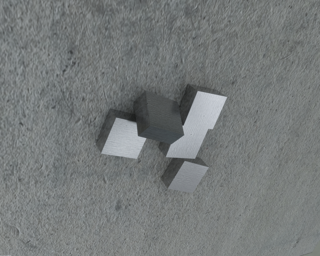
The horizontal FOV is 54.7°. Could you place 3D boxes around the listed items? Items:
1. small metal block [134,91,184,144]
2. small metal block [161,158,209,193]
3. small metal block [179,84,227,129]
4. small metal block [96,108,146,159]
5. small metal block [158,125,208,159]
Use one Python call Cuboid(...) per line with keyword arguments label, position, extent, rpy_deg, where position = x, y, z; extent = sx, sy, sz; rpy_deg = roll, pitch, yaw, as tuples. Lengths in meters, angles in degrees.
Cuboid(label="small metal block", position=(-0.001, -0.012, 0.379), extent=(0.050, 0.050, 0.025), rpy_deg=(16, 141, -35))
Cuboid(label="small metal block", position=(0.037, 0.068, 0.469), extent=(0.050, 0.025, 0.050), rpy_deg=(18, 109, -36))
Cuboid(label="small metal block", position=(0.055, -0.028, 0.419), extent=(0.050, 0.025, 0.050), rpy_deg=(7, 115, -32))
Cuboid(label="small metal block", position=(-0.045, 0.008, 0.387), extent=(0.050, 0.025, 0.050), rpy_deg=(13, 112, -34))
Cuboid(label="small metal block", position=(0.032, 0.014, 0.433), extent=(0.050, 0.025, 0.050), rpy_deg=(7, 115, -32))
